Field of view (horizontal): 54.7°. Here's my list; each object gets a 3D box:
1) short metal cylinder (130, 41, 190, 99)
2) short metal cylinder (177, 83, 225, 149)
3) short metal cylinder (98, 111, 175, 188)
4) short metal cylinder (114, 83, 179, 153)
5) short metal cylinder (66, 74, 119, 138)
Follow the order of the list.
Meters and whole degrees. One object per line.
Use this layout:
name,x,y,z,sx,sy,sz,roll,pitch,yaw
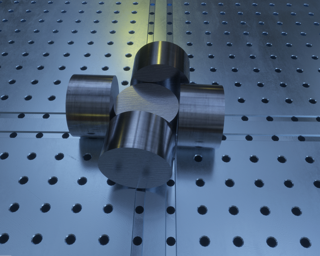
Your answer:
short metal cylinder,0.001,-0.073,0.433,0.080,0.080,0.050,2,50,2
short metal cylinder,0.048,-0.015,0.385,0.050,0.080,0.080,3,50,2
short metal cylinder,-0.024,0.026,0.348,0.080,0.080,0.050,5,50,4
short metal cylinder,-0.017,-0.013,0.403,0.081,0.050,0.080,1,50,-1
short metal cylinder,-0.083,-0.028,0.394,0.050,0.080,0.080,2,50,0
